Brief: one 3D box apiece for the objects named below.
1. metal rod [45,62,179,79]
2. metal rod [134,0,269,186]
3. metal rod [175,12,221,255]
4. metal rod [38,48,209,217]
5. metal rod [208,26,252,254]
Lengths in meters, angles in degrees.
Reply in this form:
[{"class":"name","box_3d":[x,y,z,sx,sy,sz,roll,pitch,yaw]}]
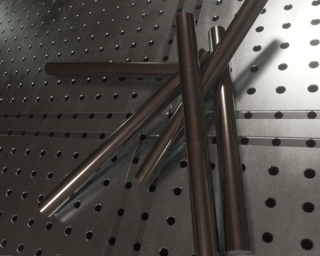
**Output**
[{"class":"metal rod","box_3d":[-0.078,-0.095,0.505,0.300,0.025,0.025,7,65,31]},{"class":"metal rod","box_3d":[0.059,-0.062,0.383,0.025,0.025,0.299,31,88,37]},{"class":"metal rod","box_3d":[0.039,0.004,0.342,0.025,0.025,0.299,-11,70,22]},{"class":"metal rod","box_3d":[-0.046,0.008,0.412,0.300,0.025,0.025,-43,51,3]},{"class":"metal rod","box_3d":[0.079,-0.010,0.372,0.025,0.025,0.299,-12,57,21]}]
